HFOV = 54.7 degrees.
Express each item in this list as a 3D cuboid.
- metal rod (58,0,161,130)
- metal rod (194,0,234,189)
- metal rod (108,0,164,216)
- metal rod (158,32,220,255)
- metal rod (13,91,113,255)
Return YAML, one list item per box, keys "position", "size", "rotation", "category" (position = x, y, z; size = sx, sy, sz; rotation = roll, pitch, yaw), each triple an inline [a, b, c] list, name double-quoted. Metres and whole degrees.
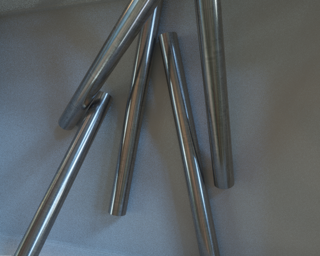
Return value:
- position: [-0.059, -0.083, 0.360]
  size: [0.025, 0.025, 0.298]
  rotation: [56, 133, 11]
  category: "metal rod"
- position: [0.056, -0.065, 0.323]
  size: [0.025, 0.025, 0.298]
  rotation: [-1, 116, 20]
  category: "metal rod"
- position: [-0.033, -0.029, 0.421]
  size: [0.025, 0.025, 0.298]
  rotation: [11, 94, 19]
  category: "metal rod"
- position: [0.037, 0.025, 0.396]
  size: [0.025, 0.025, 0.298]
  rotation: [-12, 86, 19]
  category: "metal rod"
- position: [-0.128, 0.084, 0.381]
  size: [0.025, 0.025, 0.300]
  rotation: [13, 66, 19]
  category: "metal rod"
